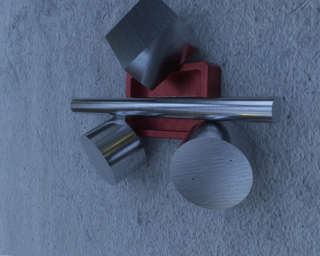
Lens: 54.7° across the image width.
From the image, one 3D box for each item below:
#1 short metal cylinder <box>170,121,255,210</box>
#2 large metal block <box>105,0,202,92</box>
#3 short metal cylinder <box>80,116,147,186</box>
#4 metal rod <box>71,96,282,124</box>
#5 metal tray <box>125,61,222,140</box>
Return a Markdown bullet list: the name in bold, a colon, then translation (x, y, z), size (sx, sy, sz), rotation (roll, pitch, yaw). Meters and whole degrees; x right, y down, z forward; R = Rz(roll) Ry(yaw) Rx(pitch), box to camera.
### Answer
- **short metal cylinder**: translation (0.056, 0.037, 0.323), size (0.080, 0.050, 0.079), rotation (7, 114, 16)
- **large metal block**: translation (-0.010, -0.105, 0.370), size (0.080, 0.050, 0.080), rotation (-42, 47, 14)
- **short metal cylinder**: translation (-0.063, 0.031, 0.418), size (0.080, 0.050, 0.080), rotation (40, 150, 30)
- **metal rod**: translation (-0.010, -0.025, 0.375), size (0.300, 0.025, 0.025), rotation (4, 93, 39)
- **metal tray**: translation (0.012, -0.032, 0.394), size (0.130, 0.030, 0.089), rotation (3, 92, 40)
